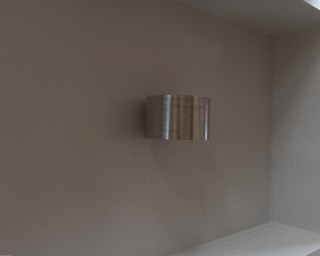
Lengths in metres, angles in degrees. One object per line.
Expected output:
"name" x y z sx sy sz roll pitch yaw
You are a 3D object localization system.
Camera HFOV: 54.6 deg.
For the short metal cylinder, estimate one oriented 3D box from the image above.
"short metal cylinder" 0.021 -0.011 0.384 0.081 0.080 0.050 2 89 -40
